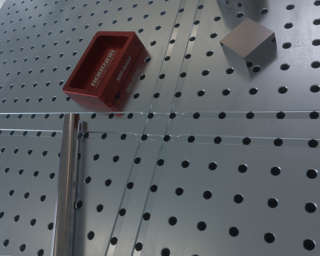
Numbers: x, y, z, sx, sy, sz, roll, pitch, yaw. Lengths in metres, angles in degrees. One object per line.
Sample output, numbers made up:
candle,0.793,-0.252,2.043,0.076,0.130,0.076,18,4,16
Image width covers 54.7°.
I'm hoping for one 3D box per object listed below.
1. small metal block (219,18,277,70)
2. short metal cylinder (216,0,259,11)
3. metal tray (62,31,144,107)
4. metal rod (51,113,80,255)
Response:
small metal block,0.118,-0.114,0.416,0.050,0.025,0.050,-41,51,0
short metal cylinder,0.117,-0.227,0.470,0.080,0.050,0.080,-13,56,21
metal tray,-0.094,-0.102,0.517,0.090,0.030,0.130,12,68,33
metal rod,-0.125,0.107,0.407,0.025,0.025,0.299,-19,54,17
